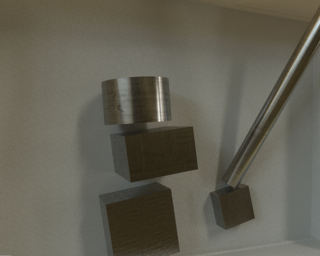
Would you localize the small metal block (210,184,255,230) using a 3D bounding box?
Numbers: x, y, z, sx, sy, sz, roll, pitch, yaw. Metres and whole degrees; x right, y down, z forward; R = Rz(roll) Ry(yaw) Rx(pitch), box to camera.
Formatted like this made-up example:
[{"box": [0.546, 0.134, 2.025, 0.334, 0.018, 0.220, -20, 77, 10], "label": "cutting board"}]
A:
[{"box": [0.106, 0.113, 0.451, 0.050, 0.025, 0.050, -14, 95, -20], "label": "small metal block"}]

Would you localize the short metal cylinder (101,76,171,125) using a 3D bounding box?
[{"box": [-0.028, -0.031, 0.372, 0.081, 0.080, 0.050, -5, 92, -20], "label": "short metal cylinder"}]

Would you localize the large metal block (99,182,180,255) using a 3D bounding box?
[{"box": [-0.027, 0.119, 0.388, 0.081, 0.050, 0.079, -9, 93, -20], "label": "large metal block"}]

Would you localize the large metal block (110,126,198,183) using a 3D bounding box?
[{"box": [-0.010, 0.028, 0.378, 0.081, 0.080, 0.050, -8, 93, -20], "label": "large metal block"}]

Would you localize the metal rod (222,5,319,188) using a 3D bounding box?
[{"box": [0.163, -0.050, 0.410, 0.025, 0.025, 0.298, 19, 108, -20], "label": "metal rod"}]
